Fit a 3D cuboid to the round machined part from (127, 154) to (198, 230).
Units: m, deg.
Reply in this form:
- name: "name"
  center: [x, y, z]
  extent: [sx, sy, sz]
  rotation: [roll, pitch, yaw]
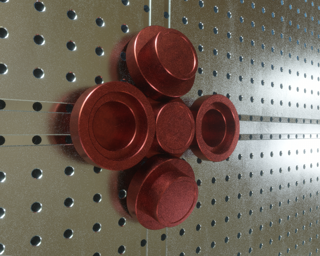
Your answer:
- name: "round machined part"
  center: [0.010, 0.086, 0.394]
  extent: [0.099, 0.042, 0.097]
  rotation: [-15, 114, -36]

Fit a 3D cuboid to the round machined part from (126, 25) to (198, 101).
- name: "round machined part"
  center: [0.010, -0.086, 0.393]
  extent: [0.099, 0.042, 0.098]
  rotation: [13, 68, -35]

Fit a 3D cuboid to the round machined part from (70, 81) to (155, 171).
- name: "round machined part"
  center: [-0.056, -0.002, 0.352]
  extent: [0.099, 0.042, 0.097]
  rotation: [0, 90, -40]

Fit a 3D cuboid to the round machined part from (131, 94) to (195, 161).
- name: "round machined part"
  center: [0.008, -0.001, 0.405]
  extent: [0.099, 0.042, 0.097]
  rotation: [0, 90, -40]

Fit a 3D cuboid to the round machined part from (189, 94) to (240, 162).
- name: "round machined part"
  center: [0.072, 0.000, 0.460]
  extent: [0.099, 0.042, 0.097]
  rotation: [0, 90, -40]
